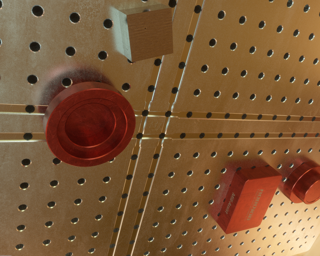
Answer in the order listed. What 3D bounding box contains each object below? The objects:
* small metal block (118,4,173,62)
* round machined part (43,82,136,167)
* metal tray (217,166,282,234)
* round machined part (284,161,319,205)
[{"bbox_3d":[-0.014,-0.105,0.340,0.050,0.025,0.050,-17,126,-19],"label":"small metal block"},{"bbox_3d":[-0.081,-0.007,0.352,0.099,0.042,0.097,-14,125,-21],"label":"round machined part"},{"bbox_3d":[0.168,0.137,0.588,0.091,0.030,0.129,-2,119,-28],"label":"metal tray"},{"bbox_3d":[0.313,0.121,0.650,0.099,0.042,0.097,-14,125,-21],"label":"round machined part"}]
